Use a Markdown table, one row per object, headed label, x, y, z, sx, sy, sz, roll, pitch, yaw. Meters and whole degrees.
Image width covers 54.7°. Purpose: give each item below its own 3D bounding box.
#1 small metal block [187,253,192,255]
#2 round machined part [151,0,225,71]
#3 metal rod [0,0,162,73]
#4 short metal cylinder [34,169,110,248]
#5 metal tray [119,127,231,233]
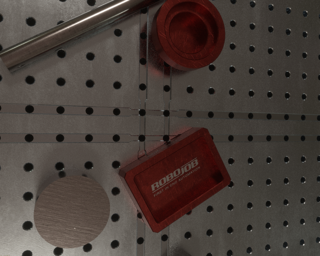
| label | x | y | z | sx | sy | sz | roll | pitch | yaw |
| --- | --- | --- | --- | --- | --- | --- | --- | --- | --- |
| small metal block | 0.043 | 0.206 | 0.417 | 0.025 | 0.050 | 0.050 | 44 | 76 | -15 |
| round machined part | 0.035 | -0.126 | 0.417 | 0.099 | 0.042 | 0.097 | 0 | 90 | -21 |
| metal rod | -0.054 | -0.150 | 0.393 | 0.302 | 0.025 | 0.025 | -32 | 101 | -18 |
| short metal cylinder | -0.103 | 0.091 | 0.362 | 0.081 | 0.050 | 0.079 | 0 | 90 | -20 |
| metal tray | 0.023 | 0.066 | 0.419 | 0.131 | 0.030 | 0.090 | -29 | 100 | -18 |
